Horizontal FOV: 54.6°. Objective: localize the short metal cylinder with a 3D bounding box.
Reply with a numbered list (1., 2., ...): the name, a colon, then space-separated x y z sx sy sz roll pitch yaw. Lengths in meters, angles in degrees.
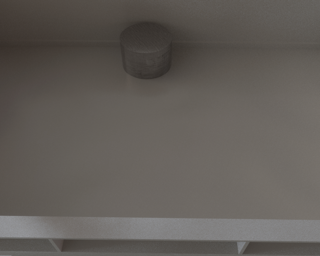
1. short metal cylinder: -0.021 -0.123 0.492 0.080 0.050 0.080 0 50 0
